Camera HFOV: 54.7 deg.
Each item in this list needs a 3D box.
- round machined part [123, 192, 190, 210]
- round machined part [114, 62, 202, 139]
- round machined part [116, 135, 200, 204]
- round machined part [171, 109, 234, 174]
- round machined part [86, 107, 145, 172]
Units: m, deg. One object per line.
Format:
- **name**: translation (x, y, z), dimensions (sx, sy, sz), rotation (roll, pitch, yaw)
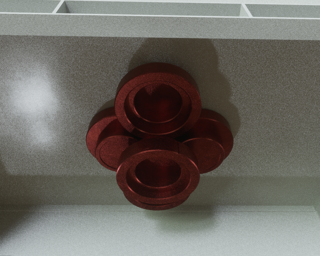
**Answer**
- **round machined part**: translation (-0.004, 0.077, 0.461), dimensions (0.099, 0.042, 0.097), rotation (-1, 130, 0)
- **round machined part**: translation (-0.002, -0.034, 0.366), dimensions (0.099, 0.042, 0.097), rotation (-1, 130, 0)
- **round machined part**: translation (-0.002, 0.047, 0.380), dimensions (0.099, 0.042, 0.097), rotation (-1, 130, 0)
- **round machined part**: translation (0.050, 0.025, 0.417), dimensions (0.099, 0.042, 0.097), rotation (-1, 130, 0)
- **round machined part**: translation (-0.050, 0.022, 0.414), dimensions (0.099, 0.042, 0.097), rotation (-1, 130, 0)
